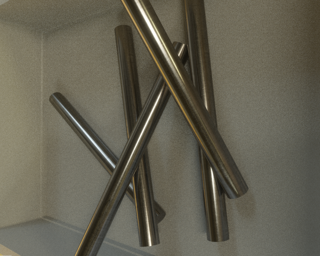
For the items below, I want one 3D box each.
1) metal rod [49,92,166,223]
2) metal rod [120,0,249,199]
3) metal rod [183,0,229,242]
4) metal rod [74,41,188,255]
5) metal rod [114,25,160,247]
[{"bbox_3d":[-0.096,0.033,0.486,0.300,0.025,0.025,43,116,31],"label":"metal rod"},{"bbox_3d":[0.013,-0.059,0.318,0.025,0.025,0.299,-23,100,38],"label":"metal rod"},{"bbox_3d":[0.052,-0.022,0.363,0.025,0.025,0.298,-9,84,39],"label":"metal rod"},{"bbox_3d":[-0.035,0.034,0.382,0.025,0.025,0.299,24,88,37],"label":"metal rod"},{"bbox_3d":[-0.033,0.000,0.416,0.025,0.025,0.299,-19,72,38],"label":"metal rod"}]
